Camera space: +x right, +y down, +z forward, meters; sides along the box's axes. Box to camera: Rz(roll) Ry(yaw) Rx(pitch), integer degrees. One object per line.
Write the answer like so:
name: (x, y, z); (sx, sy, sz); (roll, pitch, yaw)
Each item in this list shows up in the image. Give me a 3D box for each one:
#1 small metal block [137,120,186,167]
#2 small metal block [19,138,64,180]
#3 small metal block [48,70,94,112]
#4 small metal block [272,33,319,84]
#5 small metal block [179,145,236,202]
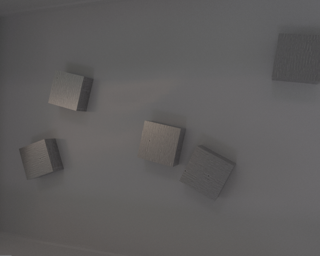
small metal block: (0.002, 0.020, 0.410); (0.050, 0.025, 0.050); (13, 94, 19)
small metal block: (-0.182, 0.048, 0.475); (0.050, 0.025, 0.050); (-19, 84, 19)
small metal block: (-0.131, -0.055, 0.457); (0.050, 0.025, 0.050); (15, 95, 19)
small metal block: (0.158, -0.079, 0.354); (0.050, 0.025, 0.050); (9, 93, 19)
small metal block: (0.060, 0.055, 0.389); (0.050, 0.025, 0.050); (29, 99, 17)
